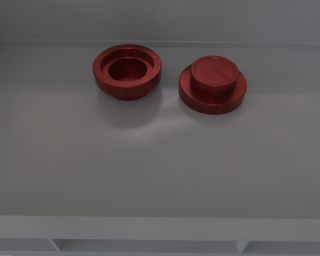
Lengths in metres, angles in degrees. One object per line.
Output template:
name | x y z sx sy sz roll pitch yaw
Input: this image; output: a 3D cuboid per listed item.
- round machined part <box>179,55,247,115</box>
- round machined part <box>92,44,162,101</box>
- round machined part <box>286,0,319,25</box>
round machined part | 0.077 -0.069 0.452 0.099 0.042 0.098 0 50 0
round machined part | -0.047 -0.078 0.459 0.099 0.042 0.098 0 50 0
round machined part | 0.304 -0.246 0.605 0.099 0.042 0.098 0 50 0
